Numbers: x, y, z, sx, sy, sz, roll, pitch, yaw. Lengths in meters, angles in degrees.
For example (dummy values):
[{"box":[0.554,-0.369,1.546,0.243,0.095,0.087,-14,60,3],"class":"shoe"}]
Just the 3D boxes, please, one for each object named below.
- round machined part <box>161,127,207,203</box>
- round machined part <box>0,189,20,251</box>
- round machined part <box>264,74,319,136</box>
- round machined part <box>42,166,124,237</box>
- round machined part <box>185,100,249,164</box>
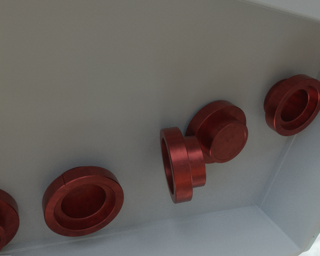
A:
[{"box":[0.030,0.046,0.404,0.042,0.098,0.097,-9,124,-6],"class":"round machined part"},{"box":[-0.214,0.117,0.353,0.099,0.042,0.097,-14,125,-21],"class":"round machined part"},{"box":[0.205,-0.039,0.488,0.099,0.042,0.097,-14,125,-21],"class":"round machined part"},{"box":[-0.100,0.088,0.399,0.099,0.042,0.097,-14,125,-21],"class":"round machined part"},{"box":[0.089,0.012,0.452,0.099,0.042,0.097,-17,126,-24],"class":"round machined part"}]
